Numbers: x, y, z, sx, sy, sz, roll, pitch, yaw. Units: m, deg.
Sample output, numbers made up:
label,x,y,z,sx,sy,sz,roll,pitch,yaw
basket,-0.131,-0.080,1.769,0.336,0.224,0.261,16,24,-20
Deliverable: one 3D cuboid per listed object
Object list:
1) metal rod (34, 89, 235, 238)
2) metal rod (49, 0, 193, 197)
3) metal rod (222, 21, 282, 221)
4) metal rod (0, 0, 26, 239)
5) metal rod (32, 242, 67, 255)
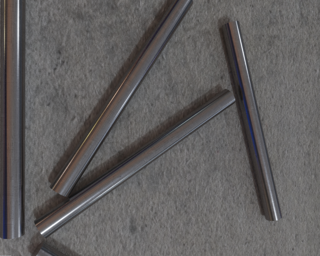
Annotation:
label,x,y,z,sx,sy,sz,roll,pitch,yaw
metal rod,-0.019,0.036,0.402,0.302,0.025,0.025,-34,102,-17
metal rod,-0.043,-0.050,0.393,0.025,0.025,0.300,35,79,-17
metal rod,0.138,-0.007,0.461,0.025,0.025,0.298,-16,96,-20
metal rod,-0.165,-0.029,0.348,0.025,0.025,0.298,0,90,-20
metal rod,-0.031,0.234,0.398,0.301,0.025,0.025,39,77,-16
